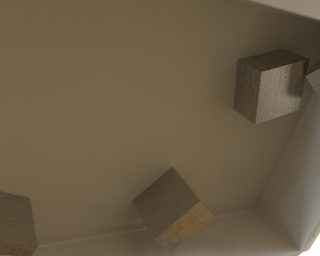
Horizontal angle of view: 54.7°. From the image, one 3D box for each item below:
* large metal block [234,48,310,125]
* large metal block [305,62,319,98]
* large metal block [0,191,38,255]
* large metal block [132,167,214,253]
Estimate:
[{"bbox_3d":[0.156,-0.061,0.443,0.081,0.050,0.079,-17,126,-19],"label":"large metal block"},{"bbox_3d":[0.261,-0.064,0.420,0.080,0.080,0.050,55,41,-4],"label":"large metal block"},{"bbox_3d":[-0.190,0.113,0.340,0.080,0.080,0.050,27,103,-38],"label":"large metal block"},{"bbox_3d":[0.018,0.119,0.458,0.080,0.080,0.050,-40,130,-1],"label":"large metal block"}]
